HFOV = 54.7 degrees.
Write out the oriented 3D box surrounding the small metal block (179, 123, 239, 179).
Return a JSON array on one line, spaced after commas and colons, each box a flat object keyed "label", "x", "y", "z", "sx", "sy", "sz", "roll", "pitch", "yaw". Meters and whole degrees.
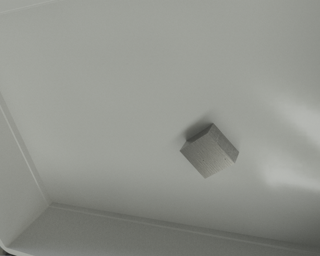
[{"label": "small metal block", "x": 0.063, "y": 0.030, "z": 0.393, "sx": 0.050, "sy": 0.025, "sz": 0.050, "roll": 48, "pitch": 128, "yaw": -6}]
